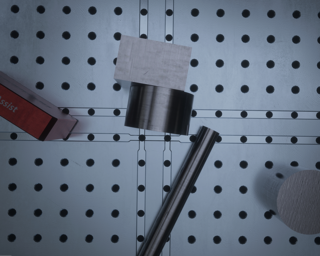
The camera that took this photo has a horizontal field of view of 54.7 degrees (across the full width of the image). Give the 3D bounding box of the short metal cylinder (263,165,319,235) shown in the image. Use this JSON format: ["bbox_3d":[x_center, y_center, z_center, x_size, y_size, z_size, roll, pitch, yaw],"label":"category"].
[{"bbox_3d":[0.183,0.091,0.403,0.081,0.050,0.079,0,90,-1],"label":"short metal cylinder"}]

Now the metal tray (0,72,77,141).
[{"bbox_3d":[-0.175,-0.032,0.378,0.130,0.090,0.030,32,90,-1],"label":"metal tray"}]

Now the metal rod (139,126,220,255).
[{"bbox_3d":[0.002,0.136,0.413,0.025,0.025,0.299,26,90,-1],"label":"metal rod"}]

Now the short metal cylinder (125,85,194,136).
[{"bbox_3d":[-0.001,-0.021,0.386,0.081,0.080,0.050,9,90,-1],"label":"short metal cylinder"}]

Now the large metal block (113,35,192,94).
[{"bbox_3d":[-0.008,-0.073,0.386,0.080,0.080,0.050,10,90,-1],"label":"large metal block"}]
